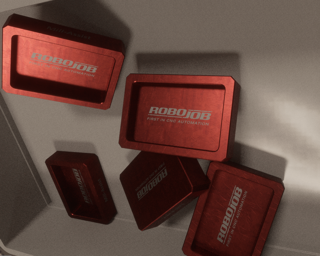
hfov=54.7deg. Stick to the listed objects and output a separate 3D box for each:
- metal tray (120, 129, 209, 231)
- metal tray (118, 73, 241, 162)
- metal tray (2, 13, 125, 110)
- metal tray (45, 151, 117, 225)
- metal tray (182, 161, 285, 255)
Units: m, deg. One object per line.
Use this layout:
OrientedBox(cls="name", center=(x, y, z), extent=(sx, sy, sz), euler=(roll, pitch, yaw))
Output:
OrientedBox(cls="metal tray", center=(-0.001, 0.071, 0.419), extent=(0.129, 0.030, 0.090), euler=(-48, 56, 39))
OrientedBox(cls="metal tray", center=(0.020, -0.014, 0.356), extent=(0.130, 0.030, 0.089), euler=(6, 88, 24))
OrientedBox(cls="metal tray", center=(-0.116, -0.075, 0.375), extent=(0.131, 0.030, 0.089), euler=(10, 130, -18))
OrientedBox(cls="metal tray", center=(-0.136, 0.104, 0.538), extent=(0.090, 0.030, 0.129), euler=(1, 119, 27))
OrientedBox(cls="metal tray", center=(0.090, 0.112, 0.389), extent=(0.090, 0.030, 0.129), euler=(19, 98, 17))
